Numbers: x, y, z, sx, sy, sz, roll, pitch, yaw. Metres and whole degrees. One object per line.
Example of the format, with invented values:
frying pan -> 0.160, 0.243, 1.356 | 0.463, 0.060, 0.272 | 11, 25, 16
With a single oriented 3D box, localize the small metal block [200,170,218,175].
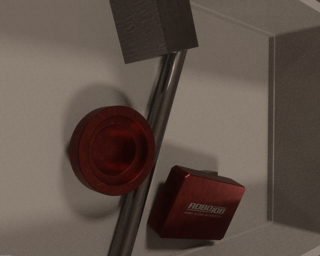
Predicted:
small metal block -> 0.059, 0.090, 0.459 | 0.050, 0.025, 0.050 | 1, 89, -40

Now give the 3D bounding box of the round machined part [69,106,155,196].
round machined part -> -0.056, 0.024, 0.350 | 0.099, 0.042, 0.097 | 0, 90, -40

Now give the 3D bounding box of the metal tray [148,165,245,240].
metal tray -> 0.056, 0.109, 0.435 | 0.131, 0.030, 0.090 | 19, 96, -39

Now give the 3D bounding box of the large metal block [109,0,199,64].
large metal block -> -0.008, -0.125, 0.365 | 0.050, 0.080, 0.079 | -22, 104, -38

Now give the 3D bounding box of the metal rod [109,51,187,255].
metal rod -> -0.013, 0.029, 0.397 | 0.025, 0.025, 0.299 | 26, 74, -38
